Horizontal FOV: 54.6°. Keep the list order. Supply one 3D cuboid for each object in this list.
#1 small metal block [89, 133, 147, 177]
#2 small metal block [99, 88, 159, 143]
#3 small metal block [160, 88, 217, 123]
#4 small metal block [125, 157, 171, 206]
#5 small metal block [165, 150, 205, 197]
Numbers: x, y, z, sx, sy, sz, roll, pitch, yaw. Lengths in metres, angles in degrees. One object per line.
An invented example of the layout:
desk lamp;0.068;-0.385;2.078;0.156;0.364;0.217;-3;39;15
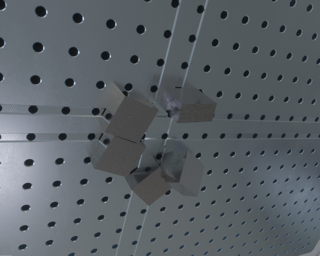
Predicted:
small metal block;-0.054;0.031;0.400;0.050;0.025;0.050;23;106;-37
small metal block;-0.038;-0.014;0.381;0.050;0.025;0.050;21;107;-36
small metal block;0.035;-0.030;0.395;0.050;0.050;0.025;-4;120;-27
small metal block;-0.013;0.078;0.452;0.050;0.025;0.050;-38;129;-2
small metal block;0.038;0.067;0.455;0.050;0.025;0.050;43;54;-39
